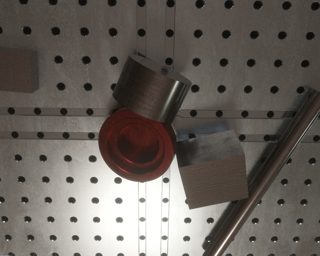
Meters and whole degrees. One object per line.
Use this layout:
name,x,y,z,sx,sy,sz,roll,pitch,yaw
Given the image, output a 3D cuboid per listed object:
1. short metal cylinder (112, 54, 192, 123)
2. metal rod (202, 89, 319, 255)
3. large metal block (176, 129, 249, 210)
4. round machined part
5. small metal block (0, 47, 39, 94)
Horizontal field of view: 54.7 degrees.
short metal cylinder,-0.009,-0.047,0.366,0.080,0.080,0.050,23,107,-9
metal rod,0.144,0.081,0.445,0.025,0.025,0.298,24,108,-9
large metal block,0.068,0.056,0.411,0.080,0.050,0.080,-13,125,4
round machined part,-0.026,0.017,0.402,0.098,0.042,0.097,5,110,14
small metal block,-0.181,-0.072,0.384,0.050,0.025,0.050,5,110,-2
